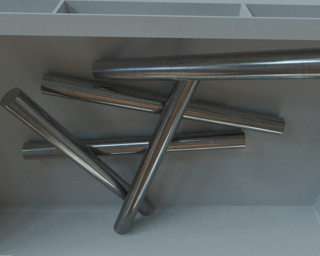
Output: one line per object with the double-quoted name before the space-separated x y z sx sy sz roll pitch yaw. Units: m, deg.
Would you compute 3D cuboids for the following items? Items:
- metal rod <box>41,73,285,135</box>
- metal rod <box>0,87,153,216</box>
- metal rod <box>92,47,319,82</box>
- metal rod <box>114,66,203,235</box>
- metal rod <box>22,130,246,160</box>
"metal rod" 0.011 -0.027 0.386 0.302 0.025 0.025 10 130 -9
"metal rod" -0.088 0.053 0.421 0.025 0.025 0.300 -21 137 16
"metal rod" 0.062 -0.056 0.282 0.300 0.025 0.025 4 135 29
"metal rod" -0.013 0.047 0.409 0.025 0.025 0.298 15 126 -13
"metal rod" -0.036 0.024 0.428 0.302 0.025 0.025 -3 130 2
